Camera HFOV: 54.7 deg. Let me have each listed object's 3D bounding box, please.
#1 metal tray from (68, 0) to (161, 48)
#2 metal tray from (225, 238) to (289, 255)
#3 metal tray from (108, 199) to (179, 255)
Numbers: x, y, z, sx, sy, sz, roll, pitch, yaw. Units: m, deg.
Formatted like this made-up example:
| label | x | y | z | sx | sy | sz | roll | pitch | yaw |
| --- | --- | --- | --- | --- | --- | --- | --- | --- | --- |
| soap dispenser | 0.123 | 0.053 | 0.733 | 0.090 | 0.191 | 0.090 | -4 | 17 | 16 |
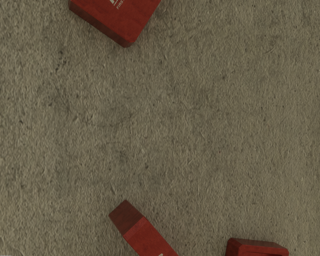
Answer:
| label | x | y | z | sx | sy | sz | roll | pitch | yaw |
| --- | --- | --- | --- | --- | --- | --- | --- | --- | --- |
| metal tray | -0.042 | -0.180 | 0.390 | 0.090 | 0.030 | 0.130 | 33 | 79 | -17 |
| metal tray | 0.135 | 0.235 | 0.456 | 0.091 | 0.030 | 0.129 | 13 | 86 | -20 |
| metal tray | -0.003 | 0.151 | 0.373 | 0.030 | 0.090 | 0.130 | -41 | 103 | -15 |
